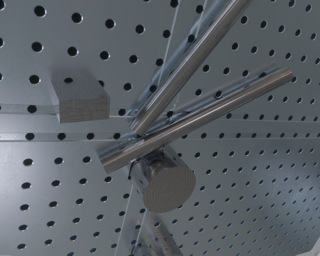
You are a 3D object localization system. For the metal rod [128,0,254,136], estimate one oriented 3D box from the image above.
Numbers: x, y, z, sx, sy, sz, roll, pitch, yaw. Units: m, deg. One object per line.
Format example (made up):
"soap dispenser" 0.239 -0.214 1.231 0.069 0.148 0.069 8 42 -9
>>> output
"metal rod" 0.063 -0.112 0.376 0.025 0.025 0.299 33 100 -39

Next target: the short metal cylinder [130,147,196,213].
"short metal cylinder" 0.004 0.074 0.443 0.081 0.050 0.079 -14 124 -21

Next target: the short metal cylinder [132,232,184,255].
"short metal cylinder" -0.002 0.228 0.536 0.081 0.050 0.079 -14 125 -21

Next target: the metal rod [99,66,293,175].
"metal rod" 0.058 -0.016 0.433 0.302 0.025 0.025 -26 128 -12

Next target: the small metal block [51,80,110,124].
"small metal block" -0.085 -0.030 0.330 0.050 0.050 0.025 -7 122 -25
